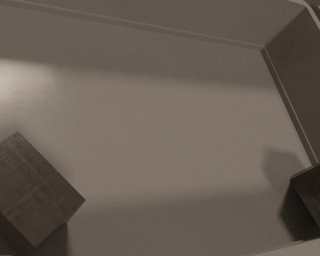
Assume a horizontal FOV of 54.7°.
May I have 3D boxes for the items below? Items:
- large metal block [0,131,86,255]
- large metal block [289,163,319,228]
[{"bbox_3d":[-0.120,0.062,0.268,0.080,0.080,0.050,45,51,2],"label":"large metal block"},{"bbox_3d":[0.231,0.094,0.437,0.080,0.050,0.080,62,21,16],"label":"large metal block"}]
